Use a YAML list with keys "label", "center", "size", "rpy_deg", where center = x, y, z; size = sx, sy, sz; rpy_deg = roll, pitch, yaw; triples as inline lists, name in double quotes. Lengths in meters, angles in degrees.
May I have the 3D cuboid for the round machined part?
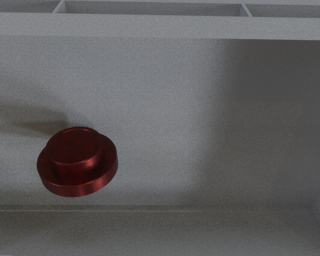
- label: "round machined part"
  center: [-0.104, 0.035, 0.389]
  size: [0.099, 0.098, 0.042]
  rpy_deg: [0, 130, 0]
